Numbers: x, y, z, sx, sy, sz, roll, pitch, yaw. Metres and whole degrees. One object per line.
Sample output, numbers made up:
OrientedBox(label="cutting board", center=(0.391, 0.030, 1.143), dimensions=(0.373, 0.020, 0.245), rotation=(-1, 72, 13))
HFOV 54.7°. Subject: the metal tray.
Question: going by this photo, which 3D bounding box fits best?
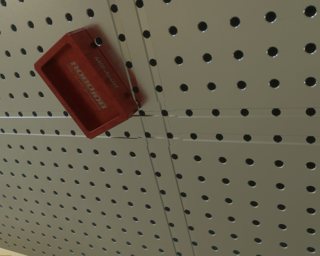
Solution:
OrientedBox(label="metal tray", center=(-0.101, -0.056, 0.424), dimensions=(0.090, 0.030, 0.130), rotation=(-26, 105, 36))
